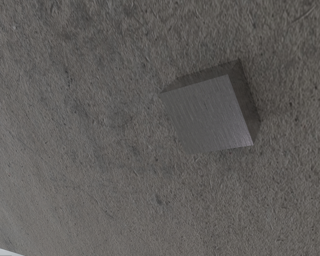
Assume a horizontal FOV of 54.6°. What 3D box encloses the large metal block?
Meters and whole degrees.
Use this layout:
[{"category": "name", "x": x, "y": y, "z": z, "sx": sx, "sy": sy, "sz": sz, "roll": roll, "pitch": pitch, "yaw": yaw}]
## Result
[{"category": "large metal block", "x": 0.058, "y": -0.022, "z": 0.347, "sx": 0.080, "sy": 0.050, "sz": 0.080, "roll": -12, "pitch": 112, "yaw": 33}]
